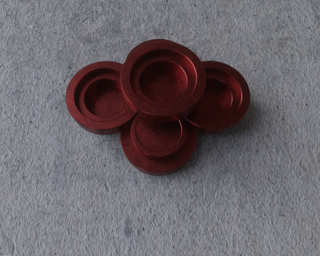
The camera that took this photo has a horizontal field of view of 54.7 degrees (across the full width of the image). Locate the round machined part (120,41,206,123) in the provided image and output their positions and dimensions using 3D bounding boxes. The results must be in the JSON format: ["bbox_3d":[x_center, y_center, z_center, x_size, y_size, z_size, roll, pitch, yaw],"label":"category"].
[{"bbox_3d":[0.004,-0.052,0.374,0.099,0.042,0.098,0,70,-1],"label":"round machined part"}]

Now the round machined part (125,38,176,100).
[{"bbox_3d":[-0.001,-0.084,0.431,0.099,0.042,0.098,0,70,-1],"label":"round machined part"}]

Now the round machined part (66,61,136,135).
[{"bbox_3d":[-0.070,-0.036,0.413,0.099,0.042,0.098,0,70,-1],"label":"round machined part"}]

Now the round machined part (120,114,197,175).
[{"bbox_3d":[-0.002,0.009,0.397,0.099,0.042,0.098,0,70,-1],"label":"round machined part"}]

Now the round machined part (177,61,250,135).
[{"bbox_3d":[0.066,-0.037,0.415,0.099,0.042,0.098,0,70,-1],"label":"round machined part"}]
